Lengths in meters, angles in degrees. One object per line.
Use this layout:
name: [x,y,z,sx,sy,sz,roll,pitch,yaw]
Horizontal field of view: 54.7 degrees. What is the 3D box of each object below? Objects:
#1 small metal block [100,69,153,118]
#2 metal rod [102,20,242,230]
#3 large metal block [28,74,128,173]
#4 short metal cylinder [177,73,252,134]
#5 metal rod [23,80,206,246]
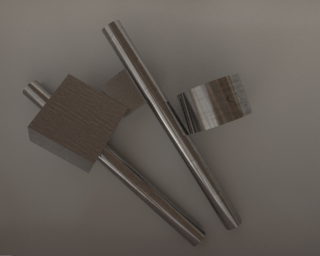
small metal block: [-0.042,-0.048,0.411,0.050,0.025,0.050,-37,90,-1]
metal rod: [0.019,0.002,0.393,0.025,0.025,0.299,-32,98,0]
large metal block: [-0.098,-0.004,0.373,0.080,0.050,0.080,31,63,-7]
short metal cylinder: [0.067,-0.030,0.385,0.080,0.080,0.050,-20,90,0]
metal rod: [-0.060,0.047,0.410,0.300,0.025,0.025,42,90,-1]
